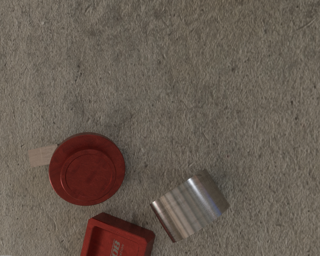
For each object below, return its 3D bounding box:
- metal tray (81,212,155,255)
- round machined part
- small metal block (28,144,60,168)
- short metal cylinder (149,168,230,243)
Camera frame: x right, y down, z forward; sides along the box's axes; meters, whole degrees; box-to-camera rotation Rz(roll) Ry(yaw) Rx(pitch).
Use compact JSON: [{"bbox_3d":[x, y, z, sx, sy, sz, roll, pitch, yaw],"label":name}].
[{"bbox_3d":[-0.066,0.195,0.429,0.090,0.030,0.129,15,95,19],"label":"metal tray"},{"bbox_3d":[-0.094,0.057,0.407,0.099,0.042,0.097,-3,100,-15],"label":"round machined part"},{"bbox_3d":[-0.151,0.038,0.449,0.050,0.050,0.025,-12,86,19],"label":"small metal block"},{"bbox_3d":[0.035,0.091,0.368,0.080,0.080,0.050,-36,79,16],"label":"short metal cylinder"}]
